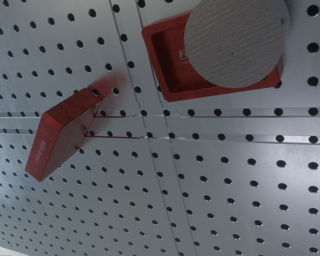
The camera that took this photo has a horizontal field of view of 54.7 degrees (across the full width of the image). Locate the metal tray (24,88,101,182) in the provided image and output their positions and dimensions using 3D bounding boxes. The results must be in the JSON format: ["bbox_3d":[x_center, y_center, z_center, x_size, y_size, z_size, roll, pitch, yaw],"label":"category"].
[{"bbox_3d":[-0.142,0.011,0.450,0.030,0.090,0.129,38,129,3],"label":"metal tray"}]

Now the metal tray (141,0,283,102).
[{"bbox_3d":[0.054,-0.081,0.329,0.130,0.030,0.090,-6,116,31],"label":"metal tray"}]

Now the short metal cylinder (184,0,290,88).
[{"bbox_3d":[0.068,-0.081,0.270,0.080,0.050,0.079,13,124,21],"label":"short metal cylinder"}]
